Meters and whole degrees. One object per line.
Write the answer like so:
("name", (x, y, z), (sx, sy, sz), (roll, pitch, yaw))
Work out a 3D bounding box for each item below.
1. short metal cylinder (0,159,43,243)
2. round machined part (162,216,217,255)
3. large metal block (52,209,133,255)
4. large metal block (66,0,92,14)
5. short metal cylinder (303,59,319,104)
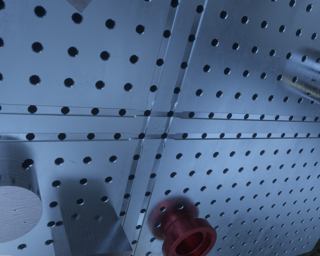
("short metal cylinder", (-0.178, 0.082, 0.348), (0.081, 0.050, 0.079), (-14, 124, -21))
("round machined part", (0.047, 0.196, 0.547), (0.099, 0.042, 0.097), (-14, 124, -21))
("large metal block", (-0.094, 0.157, 0.421), (0.081, 0.080, 0.050), (9, 114, -32))
("large metal block", (-0.085, -0.144, 0.240), (0.050, 0.080, 0.080), (-48, 129, 6))
("short metal cylinder", (0.285, -0.073, 0.505), (0.081, 0.050, 0.079), (-14, 124, -21))
